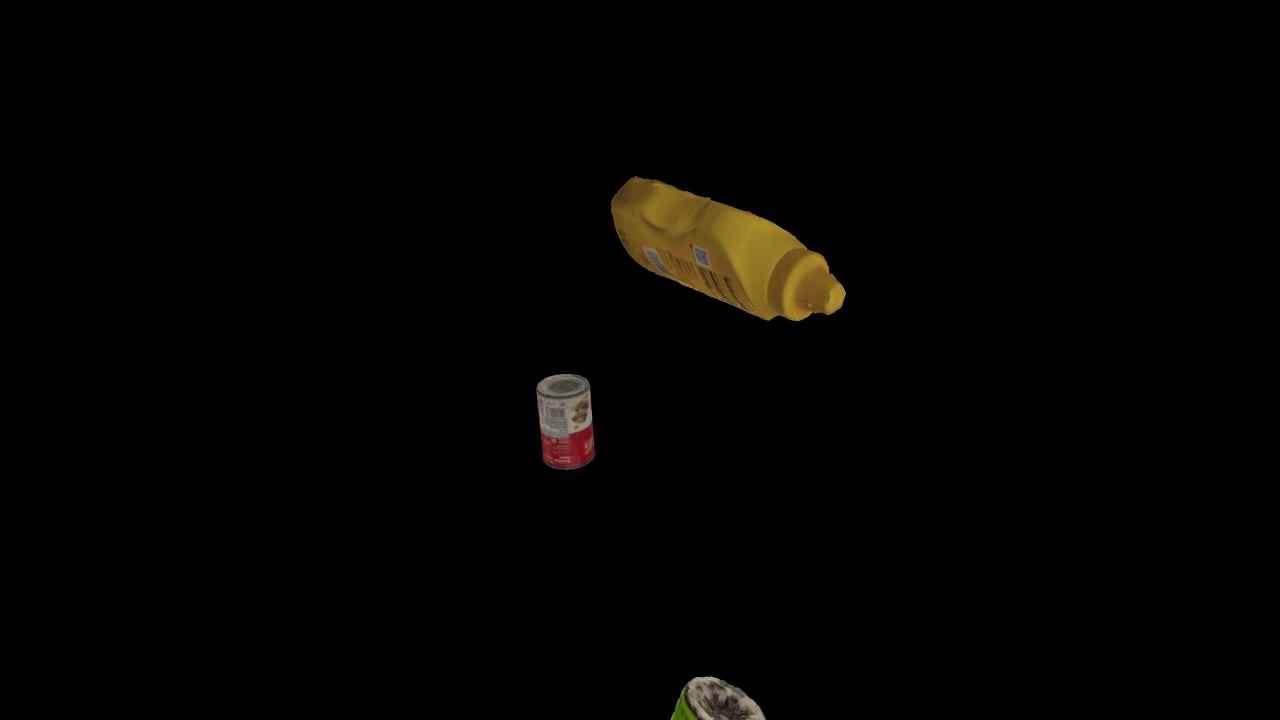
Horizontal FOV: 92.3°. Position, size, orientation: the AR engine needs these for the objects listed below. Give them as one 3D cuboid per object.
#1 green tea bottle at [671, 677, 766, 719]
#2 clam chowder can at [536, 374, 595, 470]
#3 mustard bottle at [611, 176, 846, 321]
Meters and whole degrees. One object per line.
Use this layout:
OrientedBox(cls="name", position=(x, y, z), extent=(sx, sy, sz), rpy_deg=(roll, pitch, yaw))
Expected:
OrientedBox(cls="green tea bottle", position=(0.030, 0.352, 0.465), extent=(0.073, 0.212, 0.073), rpy_deg=(18, 8, -2))
OrientedBox(cls="clam chowder can", position=(-0.093, 0.076, 0.772), extent=(0.068, 0.102, 0.068), rpy_deg=(-2, 23, 1))
OrientedBox(cls="mustard bottle", position=(0.059, -0.068, 0.414), extent=(0.184, 0.054, 0.092), rpy_deg=(33, -15, 46))
